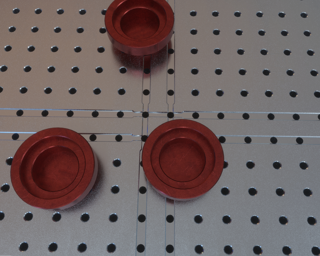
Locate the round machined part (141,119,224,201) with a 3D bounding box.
[{"bbox_3d":[0.027,0.042,0.388,0.099,0.042,0.098,0,70,0],"label":"round machined part"}]

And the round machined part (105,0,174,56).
[{"bbox_3d":[-0.029,-0.148,0.457,0.099,0.042,0.098,0,70,0],"label":"round machined part"}]

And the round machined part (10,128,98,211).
[{"bbox_3d":[-0.126,0.052,0.383,0.099,0.042,0.098,0,70,0],"label":"round machined part"}]
